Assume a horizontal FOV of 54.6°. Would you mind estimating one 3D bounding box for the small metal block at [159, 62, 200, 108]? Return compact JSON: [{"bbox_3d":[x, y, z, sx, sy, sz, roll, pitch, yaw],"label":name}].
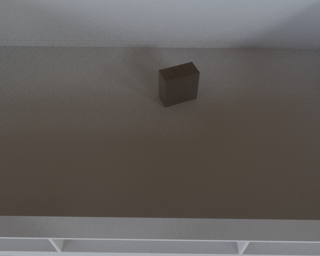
[{"bbox_3d":[0.026,-0.061,0.441,0.050,0.050,0.025,-17,52,-14],"label":"small metal block"}]
